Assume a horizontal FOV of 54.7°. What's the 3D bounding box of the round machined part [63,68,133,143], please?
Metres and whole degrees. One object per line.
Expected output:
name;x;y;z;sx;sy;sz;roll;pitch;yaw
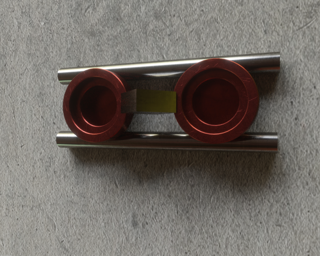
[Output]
round machined part;-0.079;-0.030;0.424;0.098;0.042;0.097;0;90;20

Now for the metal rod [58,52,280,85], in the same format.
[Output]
metal rod;-0.002;-0.076;0.410;0.301;0.025;0.025;0;90;19

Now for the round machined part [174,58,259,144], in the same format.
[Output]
round machined part;0.068;-0.031;0.371;0.098;0.042;0.097;0;90;20

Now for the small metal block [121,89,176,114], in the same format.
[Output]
small metal block;-0.015;-0.030;0.374;0.050;0.050;0.025;-1;89;63

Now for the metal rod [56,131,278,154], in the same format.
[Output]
metal rod;-0.005;0.017;0.411;0.301;0.025;0.025;0;90;19
